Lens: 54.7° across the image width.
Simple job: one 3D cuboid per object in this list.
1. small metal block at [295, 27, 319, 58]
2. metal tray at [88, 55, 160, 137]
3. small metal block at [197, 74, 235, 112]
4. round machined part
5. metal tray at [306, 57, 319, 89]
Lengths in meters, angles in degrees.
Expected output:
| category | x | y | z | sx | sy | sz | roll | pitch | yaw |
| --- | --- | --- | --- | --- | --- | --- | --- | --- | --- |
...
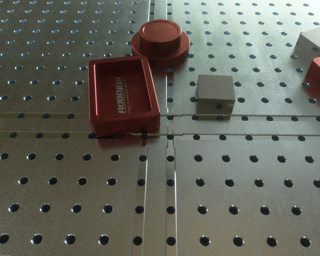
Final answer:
| category | x | y | z | sx | sy | sz | roll | pitch | yaw |
| --- | --- | --- | --- | --- | --- | --- | --- | --- | --- |
| small metal block | 0.273 | -0.145 | 0.531 | 0.050 | 0.025 | 0.050 | -22 | 53 | -17 |
| metal tray | -0.054 | -0.050 | 0.445 | 0.091 | 0.030 | 0.130 | -7 | 50 | -6 |
| small metal block | 0.080 | -0.051 | 0.451 | 0.050 | 0.025 | 0.050 | 3 | 50 | 2 |
| round machined part | 0.001 | -0.146 | 0.519 | 0.099 | 0.042 | 0.098 | 0 | 50 | 0 |
| metal tray | 0.297 | -0.063 | 0.459 | 0.091 | 0.030 | 0.130 | -17 | 52 | -14 |
